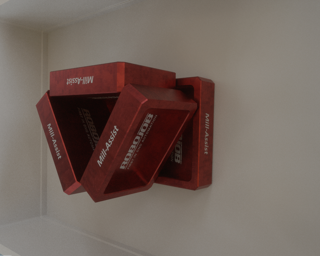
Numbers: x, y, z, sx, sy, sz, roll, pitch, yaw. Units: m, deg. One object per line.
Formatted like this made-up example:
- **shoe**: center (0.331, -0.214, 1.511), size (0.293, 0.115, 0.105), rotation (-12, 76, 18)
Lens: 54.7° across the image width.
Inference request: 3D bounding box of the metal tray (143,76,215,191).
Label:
- **metal tray**: center (0.020, 0.005, 0.386), size (0.090, 0.030, 0.129), rotation (2, 90, 40)

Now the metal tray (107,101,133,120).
- **metal tray**: center (-0.050, 0.003, 0.445), size (0.090, 0.030, 0.129), rotation (1, 90, 40)

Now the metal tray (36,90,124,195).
- **metal tray**: center (-0.096, 0.015, 0.402), size (0.030, 0.091, 0.130), rotation (-39, 67, 34)

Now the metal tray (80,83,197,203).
- **metal tray**: center (-0.023, 0.018, 0.341), size (0.030, 0.091, 0.129), rotation (43, 116, 32)

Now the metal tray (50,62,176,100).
- **metal tray**: center (-0.058, -0.052, 0.370), size (0.130, 0.091, 0.030), rotation (3, 92, 40)
